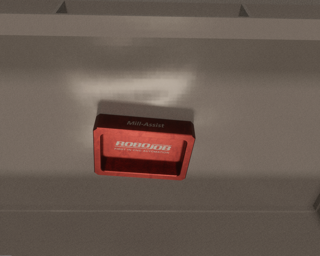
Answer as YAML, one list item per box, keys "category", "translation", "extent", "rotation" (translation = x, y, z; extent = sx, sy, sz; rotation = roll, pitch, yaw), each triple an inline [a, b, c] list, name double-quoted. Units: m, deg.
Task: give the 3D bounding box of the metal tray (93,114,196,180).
- category: "metal tray"
  translation: [-0.024, 0.029, 0.429]
  extent: [0.131, 0.030, 0.089]
  rotation: [5, 130, -5]
